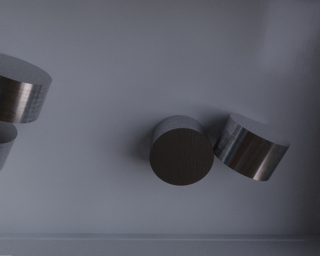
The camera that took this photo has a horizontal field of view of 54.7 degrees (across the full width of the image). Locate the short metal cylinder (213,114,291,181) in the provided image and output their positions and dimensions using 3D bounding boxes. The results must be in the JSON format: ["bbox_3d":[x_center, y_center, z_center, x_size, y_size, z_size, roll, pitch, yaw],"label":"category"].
[{"bbox_3d":[0.114,0.023,0.392,0.080,0.080,0.050,22,109,-8],"label":"short metal cylinder"}]

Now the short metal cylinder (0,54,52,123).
[{"bbox_3d":[-0.175,-0.047,0.362,0.080,0.080,0.050,24,108,-9],"label":"short metal cylinder"}]

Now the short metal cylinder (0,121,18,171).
[{"bbox_3d":[-0.228,0.016,0.385,0.080,0.080,0.050,27,108,-10],"label":"short metal cylinder"}]

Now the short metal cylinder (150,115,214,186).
[{"bbox_3d":[0.027,0.029,0.409,0.081,0.050,0.079,0,110,-1],"label":"short metal cylinder"}]
